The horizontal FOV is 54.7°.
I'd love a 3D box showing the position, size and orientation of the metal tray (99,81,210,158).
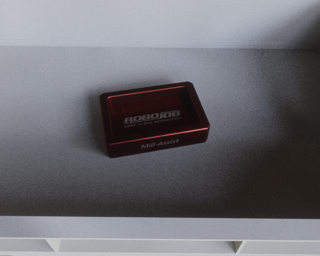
[{"bbox_3d":[-0.010,-0.014,0.413,0.131,0.030,0.090,-9,51,-8],"label":"metal tray"}]
